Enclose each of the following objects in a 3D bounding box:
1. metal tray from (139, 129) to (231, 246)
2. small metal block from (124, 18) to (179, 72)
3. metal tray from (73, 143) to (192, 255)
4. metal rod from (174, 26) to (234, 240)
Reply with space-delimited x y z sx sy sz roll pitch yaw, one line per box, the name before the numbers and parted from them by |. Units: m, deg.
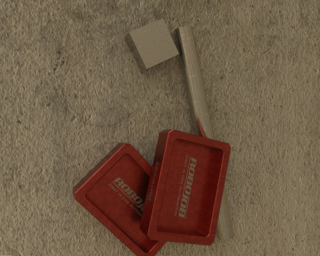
metal tray | 0.033 0.074 0.388 0.091 0.030 0.129 14 83 -22
small metal block | -0.011 -0.108 0.406 0.050 0.025 0.050 -29 100 -18
metal tray | -0.033 0.093 0.395 0.090 0.030 0.130 -46 105 -15
metal rod | 0.063 0.010 0.433 0.025 0.025 0.298 -14 95 -20
